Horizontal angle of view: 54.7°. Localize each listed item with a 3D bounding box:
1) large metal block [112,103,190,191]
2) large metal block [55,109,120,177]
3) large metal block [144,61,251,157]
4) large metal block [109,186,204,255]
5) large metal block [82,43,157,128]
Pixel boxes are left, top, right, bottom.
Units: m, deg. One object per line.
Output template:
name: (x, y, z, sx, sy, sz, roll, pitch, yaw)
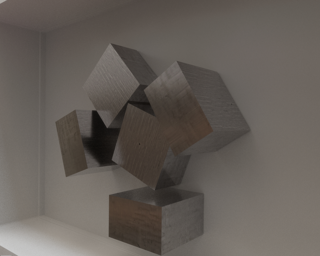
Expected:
large metal block: (-0.007, 0.021, 0.393, 0.080, 0.050, 0.079, 28, 108, 36)
large metal block: (-0.093, 0.021, 0.444, 0.050, 0.081, 0.080, -24, 75, 37)
large metal block: (0.041, -0.019, 0.333, 0.050, 0.081, 0.080, -38, 67, 33)
large metal block: (-0.004, 0.104, 0.371, 0.080, 0.081, 0.050, 1, 91, 39)
large metal block: (-0.052, -0.056, 0.429, 0.080, 0.050, 0.080, -49, 61, 28)
